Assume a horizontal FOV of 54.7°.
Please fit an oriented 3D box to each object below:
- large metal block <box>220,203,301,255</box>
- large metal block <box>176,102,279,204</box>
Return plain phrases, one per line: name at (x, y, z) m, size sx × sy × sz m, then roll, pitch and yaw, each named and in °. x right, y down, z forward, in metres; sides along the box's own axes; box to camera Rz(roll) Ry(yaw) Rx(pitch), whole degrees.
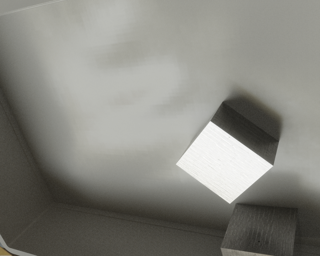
large metal block at (0.131, 0.145, 0.394) m, size 0.080 × 0.080 × 0.050 m, roll -3°, pitch 117°, yaw 29°
large metal block at (0.079, 0.030, 0.369) m, size 0.080 × 0.050 × 0.079 m, roll 36°, pitch 129°, yaw 4°
